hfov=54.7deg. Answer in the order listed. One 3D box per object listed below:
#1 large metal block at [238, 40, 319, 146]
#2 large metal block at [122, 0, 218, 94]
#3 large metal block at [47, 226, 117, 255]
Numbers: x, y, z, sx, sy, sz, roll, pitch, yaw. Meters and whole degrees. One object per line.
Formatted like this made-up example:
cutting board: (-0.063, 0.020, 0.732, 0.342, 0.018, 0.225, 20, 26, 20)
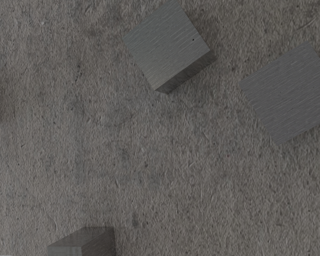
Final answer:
large metal block: (0.145, -0.035, 0.344, 0.080, 0.050, 0.080, -32, 80, 17)
large metal block: (0.013, -0.100, 0.391, 0.080, 0.050, 0.080, -34, 79, 17)
large metal block: (-0.100, 0.184, 0.415, 0.050, 0.080, 0.080, -7, 88, 20)
